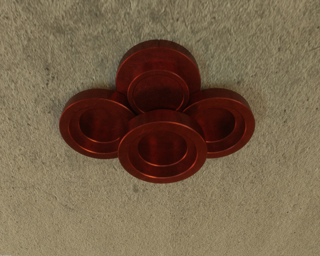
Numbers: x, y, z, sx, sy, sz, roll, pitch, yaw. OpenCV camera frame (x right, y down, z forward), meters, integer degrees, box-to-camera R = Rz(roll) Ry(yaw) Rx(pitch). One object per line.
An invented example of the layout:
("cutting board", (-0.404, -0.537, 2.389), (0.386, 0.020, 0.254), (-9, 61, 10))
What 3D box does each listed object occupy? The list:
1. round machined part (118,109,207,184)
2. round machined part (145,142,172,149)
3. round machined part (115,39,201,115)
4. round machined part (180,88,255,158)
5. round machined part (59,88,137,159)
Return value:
("round machined part", (0.003, 0.017, 0.356), (0.099, 0.042, 0.097), (-1, 131, 0))
("round machined part", (-0.003, 0.027, 0.421), (0.099, 0.042, 0.097), (-1, 130, 0))
("round machined part", (-0.002, -0.048, 0.357), (0.099, 0.042, 0.097), (-1, 130, 0))
("round machined part", (0.065, -0.010, 0.390), (0.099, 0.042, 0.097), (-1, 130, 0))
("round machined part", (-0.071, -0.009, 0.389), (0.099, 0.042, 0.097), (-1, 130, 0))
